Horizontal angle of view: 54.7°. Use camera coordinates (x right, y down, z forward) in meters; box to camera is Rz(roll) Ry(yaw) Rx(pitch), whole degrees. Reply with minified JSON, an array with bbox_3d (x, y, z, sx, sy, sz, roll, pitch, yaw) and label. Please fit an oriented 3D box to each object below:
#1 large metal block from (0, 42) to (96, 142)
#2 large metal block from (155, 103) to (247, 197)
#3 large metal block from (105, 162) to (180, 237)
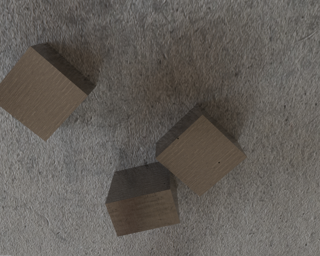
[{"bbox_3d":[-0.140,-0.045,0.379,0.080,0.050,0.080,42,105,-14],"label":"large metal block"},{"bbox_3d":[0.051,0.028,0.407,0.080,0.050,0.080,42,105,-14],"label":"large metal block"},{"bbox_3d":[-0.020,0.090,0.413,0.080,0.080,0.050,-14,110,5],"label":"large metal block"}]
